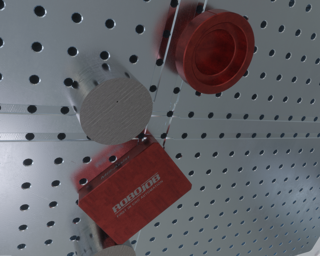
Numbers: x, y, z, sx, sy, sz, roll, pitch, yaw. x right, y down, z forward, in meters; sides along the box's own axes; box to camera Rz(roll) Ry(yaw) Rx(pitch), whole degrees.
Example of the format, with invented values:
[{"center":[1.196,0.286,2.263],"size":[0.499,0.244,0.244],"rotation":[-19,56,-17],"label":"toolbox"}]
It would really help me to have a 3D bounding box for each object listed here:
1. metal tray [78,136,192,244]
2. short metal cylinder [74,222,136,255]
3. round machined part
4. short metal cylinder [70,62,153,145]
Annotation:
[{"center":[-0.033,0.085,0.424],"size":[0.130,0.030,0.090],"rotation":[-38,110,-3],"label":"metal tray"},{"center":[-0.083,0.186,0.465],"size":[0.081,0.050,0.079],"rotation":[-14,124,-21],"label":"short metal cylinder"},{"center":[0.062,-0.094,0.376],"size":[0.099,0.042,0.097],"rotation":[-14,124,-21],"label":"round machined part"},{"center":[-0.055,-0.028,0.348],"size":[0.081,0.050,0.079],"rotation":[-14,124,-21],"label":"short metal cylinder"}]
